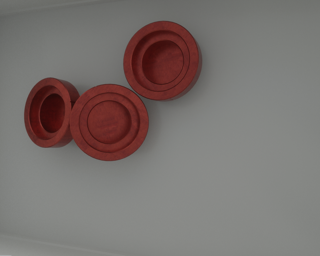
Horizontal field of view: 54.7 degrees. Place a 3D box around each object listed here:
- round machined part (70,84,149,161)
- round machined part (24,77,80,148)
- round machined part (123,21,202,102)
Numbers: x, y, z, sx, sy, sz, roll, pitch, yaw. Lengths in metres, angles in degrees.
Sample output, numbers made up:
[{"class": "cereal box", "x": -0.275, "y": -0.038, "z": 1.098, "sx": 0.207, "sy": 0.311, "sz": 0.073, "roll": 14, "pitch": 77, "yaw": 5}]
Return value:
[{"class": "round machined part", "x": -0.067, "y": -0.008, "z": 0.408, "sx": 0.099, "sy": 0.042, "sz": 0.097, "roll": -1, "pitch": 95, "yaw": -15}, {"class": "round machined part", "x": -0.146, "y": -0.020, "z": 0.444, "sx": 0.098, "sy": 0.042, "sz": 0.097, "roll": -2, "pitch": 85, "yaw": 32}, {"class": "round machined part", "x": 0.006, "y": -0.082, "z": 0.399, "sx": 0.098, "sy": 0.042, "sz": 0.097, "roll": 0, "pitch": 90, "yaw": 19}]
